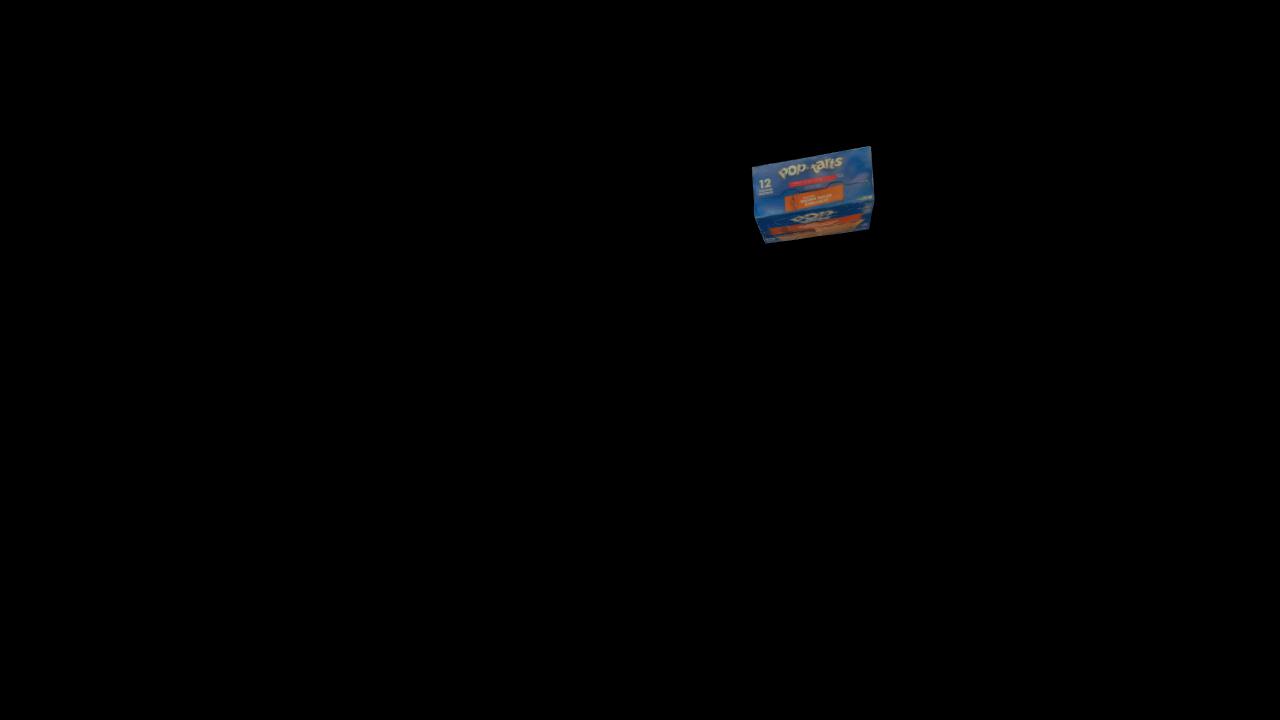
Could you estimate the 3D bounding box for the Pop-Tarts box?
[{"bbox_3d":[0.263,-0.244,0.936,0.167,0.083,0.141,-6,-7,17],"label":"Pop-Tarts box"}]
